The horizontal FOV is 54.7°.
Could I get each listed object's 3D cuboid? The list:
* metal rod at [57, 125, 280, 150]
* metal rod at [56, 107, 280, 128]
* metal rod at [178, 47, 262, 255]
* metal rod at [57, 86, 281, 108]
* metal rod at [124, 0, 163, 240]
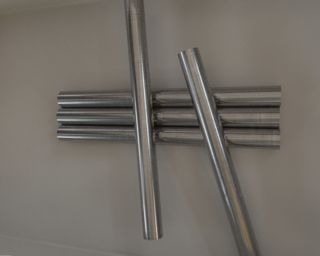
[{"bbox_3d":[-0.003,0.010,0.409,0.301,0.025,0.025,1,91,19],"label":"metal rod"},{"bbox_3d":[-0.003,-0.015,0.409,0.301,0.025,0.025,1,91,19],"label":"metal rod"},{"bbox_3d":[0.076,0.054,0.360,0.025,0.025,0.298,-17,91,19],"label":"metal rod"},{"bbox_3d":[-0.002,-0.040,0.409,0.301,0.025,0.025,1,91,19],"label":"metal rod"},{"bbox_3d":[-0.021,-0.013,0.389,0.025,0.025,0.298,-5,88,19],"label":"metal rod"}]
